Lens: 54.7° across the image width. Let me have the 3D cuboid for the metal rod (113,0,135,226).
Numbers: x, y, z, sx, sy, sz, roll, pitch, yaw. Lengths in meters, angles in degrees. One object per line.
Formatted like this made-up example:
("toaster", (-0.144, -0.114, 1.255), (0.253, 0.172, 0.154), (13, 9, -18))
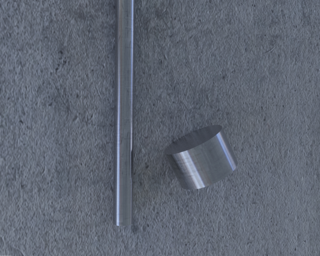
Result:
("metal rod", (-0.045, -0.029, 0.392), (0.025, 0.025, 0.298), (1, 90, -20))

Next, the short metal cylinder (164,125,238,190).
("short metal cylinder", (0.052, 0.036, 0.399), (0.080, 0.080, 0.050), (-29, 100, -18))
